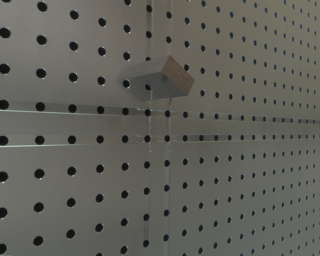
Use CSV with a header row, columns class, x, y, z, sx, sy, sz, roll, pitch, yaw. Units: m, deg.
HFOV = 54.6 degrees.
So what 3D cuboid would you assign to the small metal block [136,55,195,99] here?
class,x,y,z,sx,sy,sz,roll,pitch,yaw
small metal block,0.007,-0.064,0.398,0.050,0.050,0.025,38,67,-34
